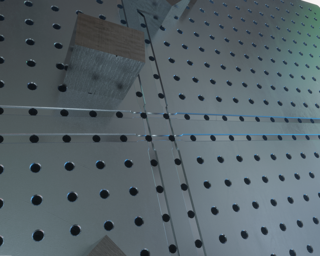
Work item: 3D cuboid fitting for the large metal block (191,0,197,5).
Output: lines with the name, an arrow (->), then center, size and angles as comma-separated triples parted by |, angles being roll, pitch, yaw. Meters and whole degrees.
large metal block -> 0.050, -0.300, 0.601 | 0.080, 0.050, 0.080 | 24, 53, -14

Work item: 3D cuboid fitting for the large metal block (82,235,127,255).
large metal block -> -0.053, 0.156, 0.268 | 0.080, 0.050, 0.080 | 45, 51, 3

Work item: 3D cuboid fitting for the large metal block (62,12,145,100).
large metal block -> -0.071, -0.085, 0.386 | 0.081, 0.080, 0.050 | 10, 58, -23

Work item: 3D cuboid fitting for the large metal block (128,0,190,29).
large metal block -> 0.001, -0.229, 0.532 | 0.080, 0.050, 0.080 | 43, 51, 1
